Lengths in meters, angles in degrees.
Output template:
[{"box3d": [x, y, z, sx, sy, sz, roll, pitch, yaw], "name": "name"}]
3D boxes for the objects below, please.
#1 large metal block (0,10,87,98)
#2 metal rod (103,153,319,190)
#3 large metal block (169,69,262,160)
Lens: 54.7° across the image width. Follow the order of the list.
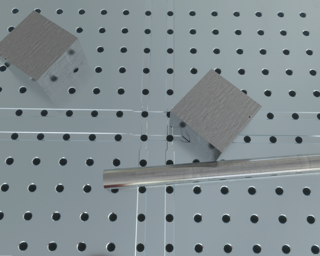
[{"box3d": [-0.166, -0.103, 0.435, 0.080, 0.050, 0.080, 34, 73, 11], "name": "large metal block"}, {"box3d": [0.081, 0.053, 0.392, 0.302, 0.025, 0.025, -4, 70, -2], "name": "metal rod"}, {"box3d": [0.070, -0.016, 0.405, 0.080, 0.050, 0.080, 40, 75, 13], "name": "large metal block"}]
